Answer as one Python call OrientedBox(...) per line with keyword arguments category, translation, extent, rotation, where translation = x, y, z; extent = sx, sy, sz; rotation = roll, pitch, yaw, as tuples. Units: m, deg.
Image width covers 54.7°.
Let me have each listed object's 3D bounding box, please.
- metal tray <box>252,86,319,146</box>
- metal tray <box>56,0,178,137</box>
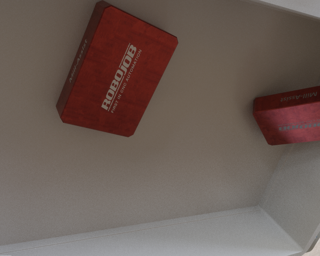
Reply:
OrientedBox(category="metal tray", translation=(0.216, -0.017, 0.459), extent=(0.130, 0.030, 0.090), rotation=(-10, 139, 32))
OrientedBox(category="metal tray", translation=(-0.048, -0.059, 0.343), extent=(0.091, 0.030, 0.129), rotation=(15, 111, -35))
